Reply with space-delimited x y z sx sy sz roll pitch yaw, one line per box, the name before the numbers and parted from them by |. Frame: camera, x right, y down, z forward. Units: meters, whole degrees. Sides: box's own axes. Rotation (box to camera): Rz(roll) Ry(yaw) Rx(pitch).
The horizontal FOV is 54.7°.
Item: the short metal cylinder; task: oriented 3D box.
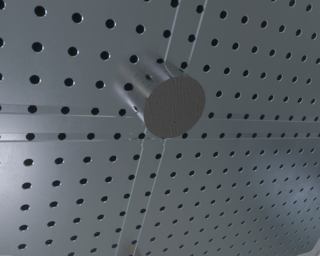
short metal cylinder | 0.008 -0.034 0.378 0.081 0.050 0.079 -14 125 -21
